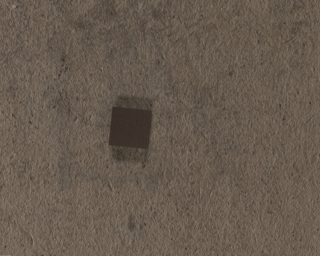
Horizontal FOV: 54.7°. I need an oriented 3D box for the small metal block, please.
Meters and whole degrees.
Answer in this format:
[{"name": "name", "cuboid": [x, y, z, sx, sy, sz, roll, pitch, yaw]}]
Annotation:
[{"name": "small metal block", "cuboid": [-0.038, 0.000, 0.410, 0.050, 0.025, 0.050, 6, 90, -1]}]
